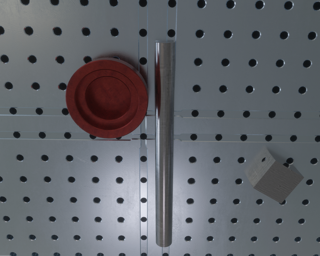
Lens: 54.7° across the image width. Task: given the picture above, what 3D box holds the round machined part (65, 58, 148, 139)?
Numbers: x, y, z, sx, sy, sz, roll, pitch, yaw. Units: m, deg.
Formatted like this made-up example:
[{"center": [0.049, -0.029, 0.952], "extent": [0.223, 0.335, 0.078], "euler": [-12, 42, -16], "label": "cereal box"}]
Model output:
[{"center": [-0.063, -0.039, 0.389], "extent": [0.099, 0.042, 0.097], "euler": [0, 110, 0], "label": "round machined part"}]

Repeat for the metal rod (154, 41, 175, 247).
[{"center": [0.006, 0.036, 0.426], "extent": [0.025, 0.025, 0.298], "euler": [0, 110, 0], "label": "metal rod"}]

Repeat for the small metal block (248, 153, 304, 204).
[{"center": [0.165, 0.072, 0.442], "extent": [0.050, 0.025, 0.050], "euler": [30, 107, -11], "label": "small metal block"}]
